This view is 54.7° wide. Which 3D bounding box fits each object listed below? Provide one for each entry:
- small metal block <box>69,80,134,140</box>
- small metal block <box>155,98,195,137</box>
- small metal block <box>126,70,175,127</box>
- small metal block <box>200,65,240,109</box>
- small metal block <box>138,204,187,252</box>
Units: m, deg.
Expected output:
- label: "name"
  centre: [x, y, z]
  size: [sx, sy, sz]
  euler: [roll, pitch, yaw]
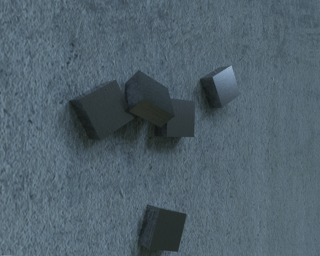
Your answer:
- label: "small metal block"
  centre: [-0.065, -0.020, 0.350]
  size: [0.050, 0.025, 0.050]
  euler: [-36, 112, -34]
- label: "small metal block"
  centre: [0.021, -0.013, 0.422]
  size: [0.050, 0.025, 0.050]
  euler: [2, 89, -40]
- label: "small metal block"
  centre: [-0.012, -0.035, 0.378]
  size: [0.050, 0.025, 0.050]
  euler: [27, 37, -37]
- label: "small metal block"
  centre: [0.095, -0.064, 0.484]
  size: [0.050, 0.025, 0.050]
  euler: [-34, 111, -35]
- label: "small metal block"
  centre: [0.004, 0.132, 0.408]
  size: [0.050, 0.025, 0.050]
  euler: [24, 75, -38]
